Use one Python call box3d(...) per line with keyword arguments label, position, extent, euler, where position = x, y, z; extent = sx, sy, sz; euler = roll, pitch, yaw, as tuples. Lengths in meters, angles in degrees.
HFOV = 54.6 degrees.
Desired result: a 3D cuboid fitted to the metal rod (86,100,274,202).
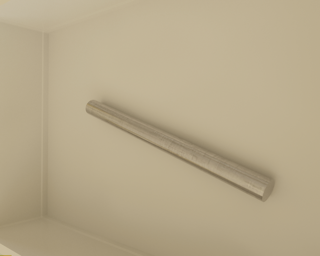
box3d(label="metal rod", position=(0.001, 0.015, 0.405), extent=(0.300, 0.025, 0.025), euler=(24, 105, 37))
